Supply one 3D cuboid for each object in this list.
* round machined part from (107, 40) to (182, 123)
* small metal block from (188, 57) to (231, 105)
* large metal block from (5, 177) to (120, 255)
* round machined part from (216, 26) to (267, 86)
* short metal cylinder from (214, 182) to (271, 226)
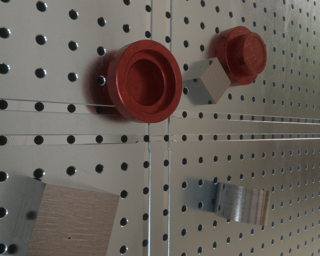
[{"bbox_3d":[-0.022,-0.055,0.379,0.099,0.042,0.097,0,90,-40],"label":"round machined part"},{"bbox_3d":[0.076,-0.071,0.473,0.050,0.025,0.050,-52,121,-27],"label":"small metal block"},{"bbox_3d":[-0.096,0.098,0.312,0.080,0.050,0.080,20,77,-38],"label":"large metal block"},{"bbox_3d":[0.141,-0.121,0.516,0.099,0.042,0.097,0,90,-40],"label":"round machined part"},{"bbox_3d":[0.128,0.116,0.480,0.081,0.080,0.050,17,80,-39],"label":"short metal cylinder"}]
